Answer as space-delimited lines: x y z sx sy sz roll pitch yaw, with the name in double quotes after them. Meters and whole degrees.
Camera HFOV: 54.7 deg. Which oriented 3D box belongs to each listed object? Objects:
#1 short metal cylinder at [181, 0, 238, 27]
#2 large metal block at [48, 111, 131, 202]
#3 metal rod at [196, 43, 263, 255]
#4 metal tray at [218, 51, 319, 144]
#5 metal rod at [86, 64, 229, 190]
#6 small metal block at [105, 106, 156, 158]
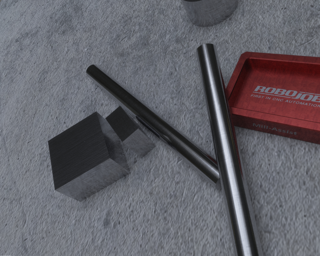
0.073 -0.202 0.472 0.080 0.050 0.080 -13 56 20 "short metal cylinder"
-0.096 0.038 0.413 0.080 0.050 0.080 -31 52 8 "large metal block"
0.072 0.040 0.314 0.025 0.025 0.299 -16 64 19 "metal rod"
0.142 -0.037 0.348 0.130 0.030 0.090 15 69 33 "metal tray"
-0.022 -0.019 0.425 0.025 0.025 0.300 -47 52 -4 "metal rod"
-0.038 0.006 0.403 0.025 0.050 0.050 -42 51 0 "small metal block"
